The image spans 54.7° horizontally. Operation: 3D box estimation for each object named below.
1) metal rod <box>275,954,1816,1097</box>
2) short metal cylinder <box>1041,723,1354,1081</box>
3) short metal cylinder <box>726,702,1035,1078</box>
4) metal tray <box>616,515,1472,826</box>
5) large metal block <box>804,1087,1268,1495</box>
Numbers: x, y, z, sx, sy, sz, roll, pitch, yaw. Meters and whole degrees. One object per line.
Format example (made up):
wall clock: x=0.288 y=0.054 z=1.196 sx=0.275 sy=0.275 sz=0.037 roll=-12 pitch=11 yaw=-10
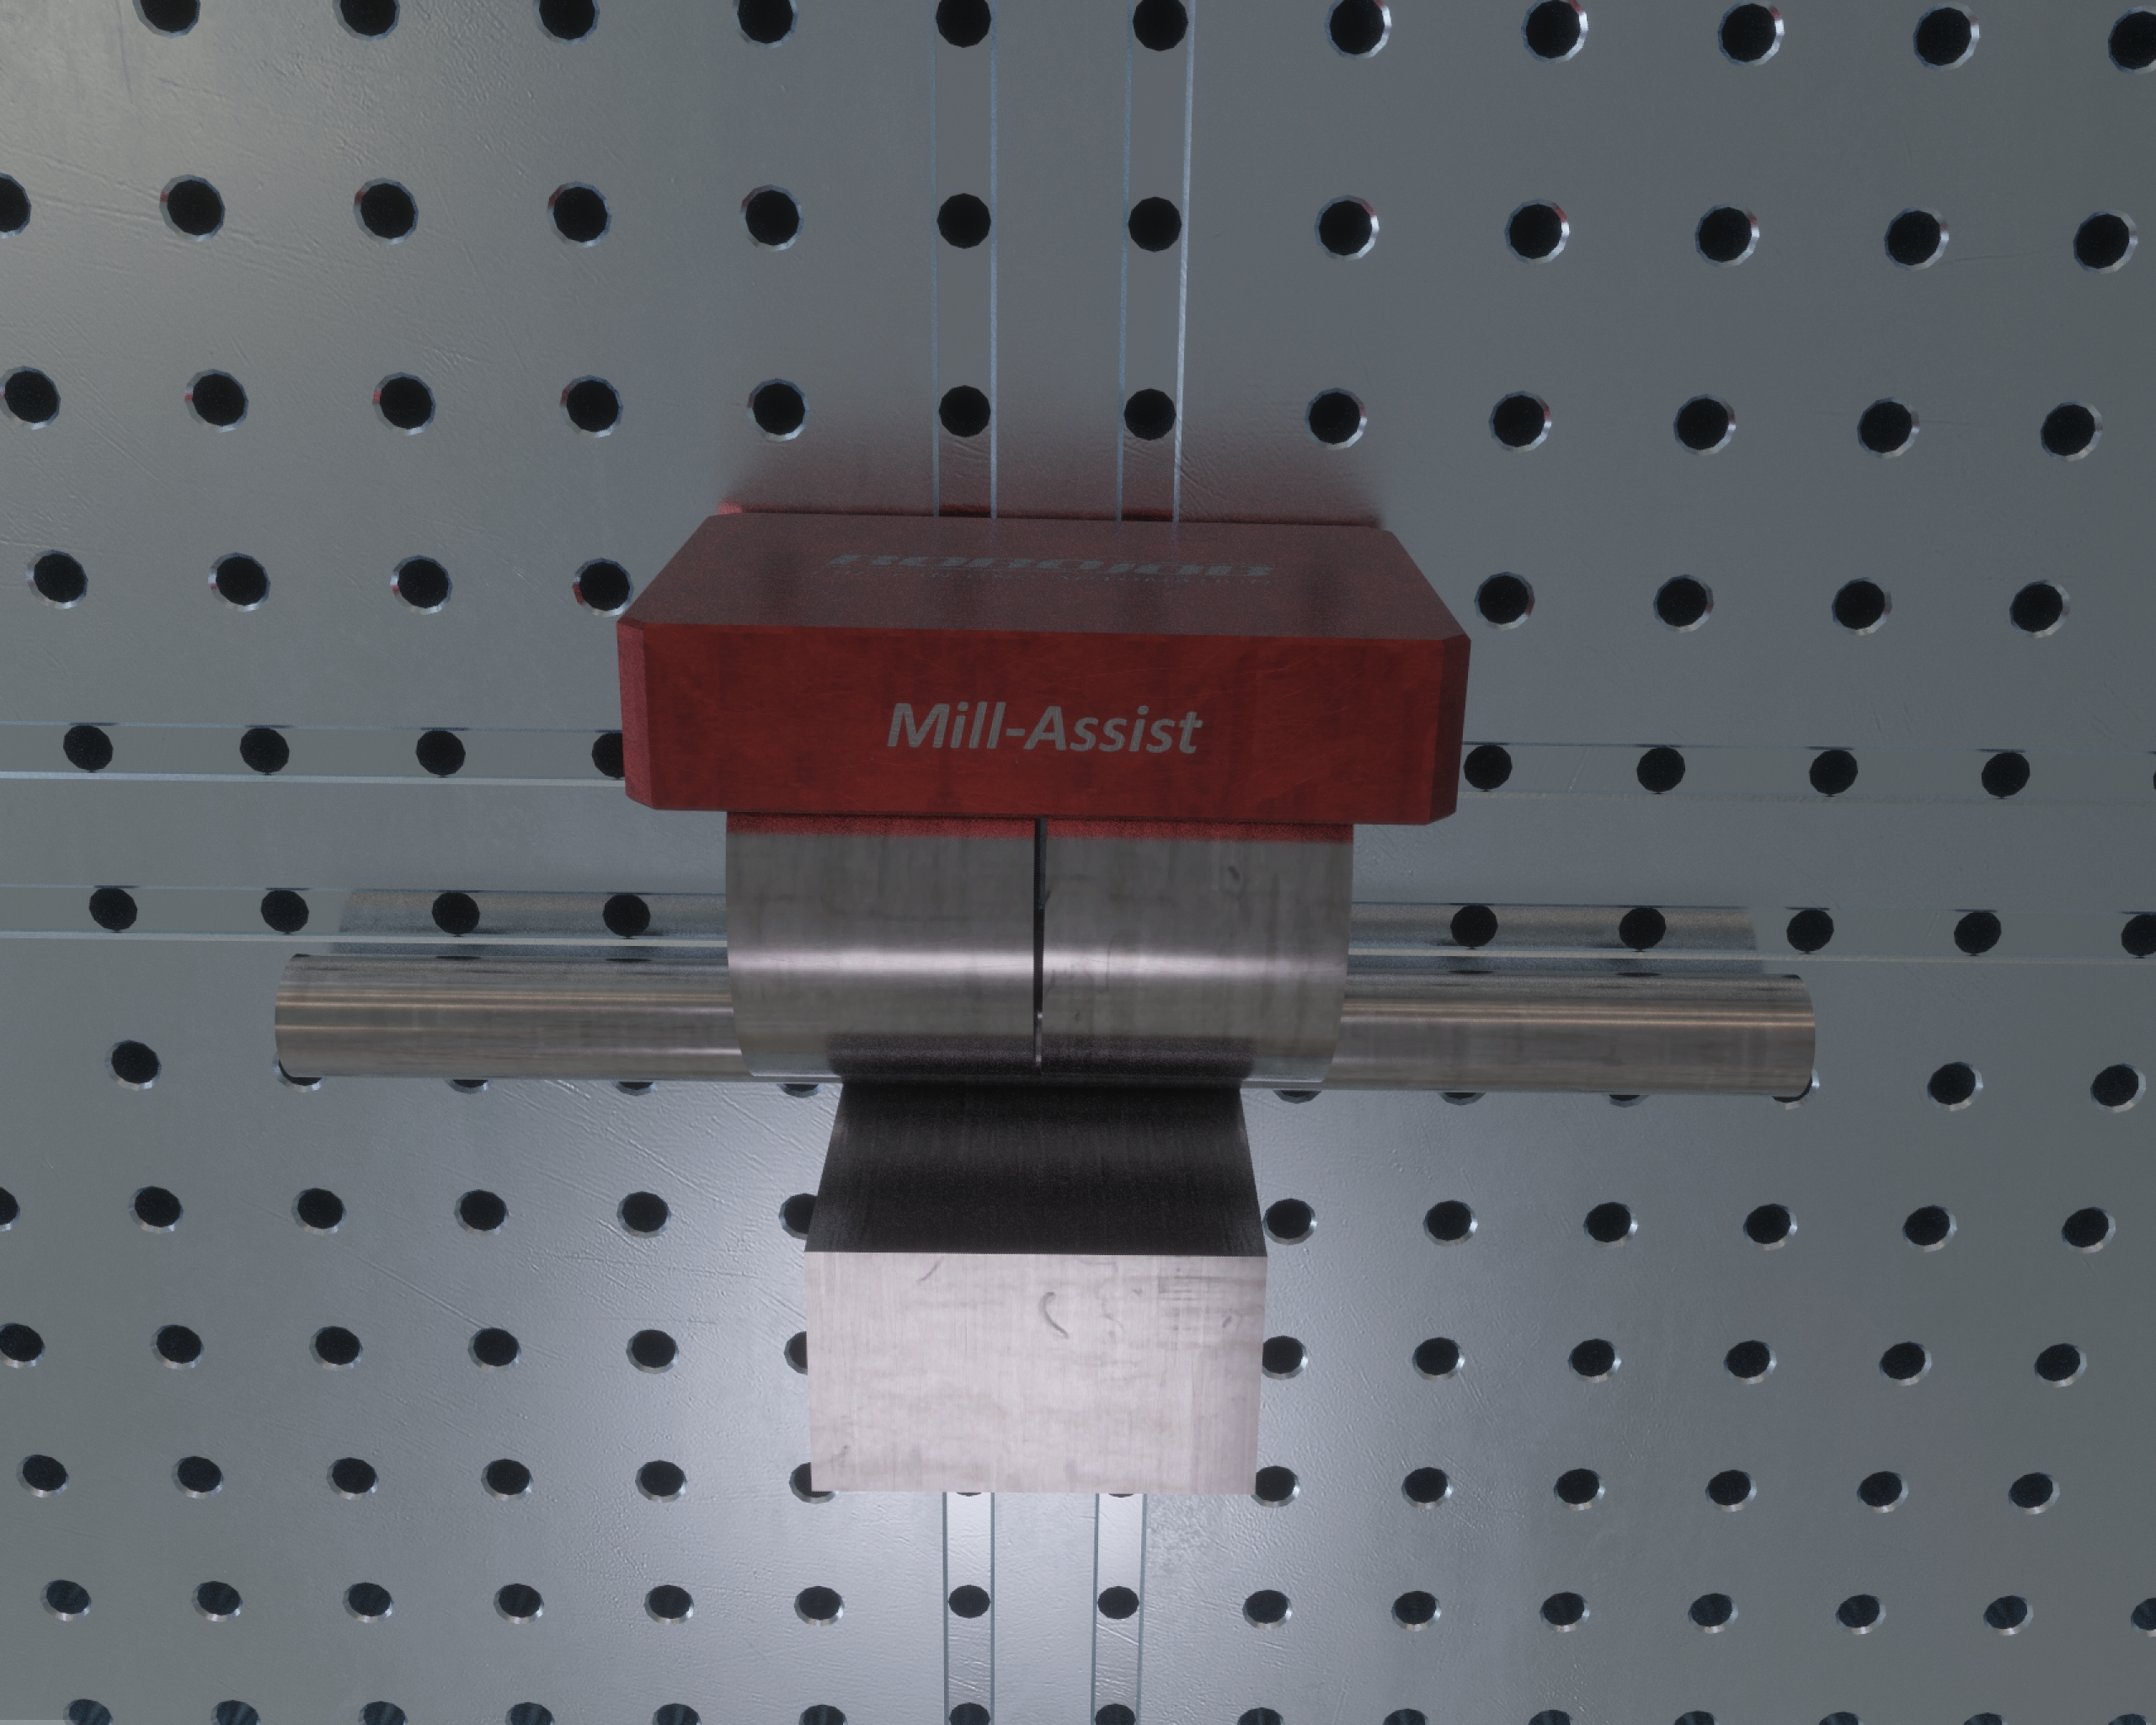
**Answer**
metal rod: x=-0.006 y=0.033 z=0.421 sx=0.302 sy=0.025 sz=0.025 roll=1 pitch=110 yaw=-1
short metal cylinder: x=0.020 y=0.000 z=0.381 sx=0.050 sy=0.080 sz=0.079 roll=2 pitch=110 yaw=-1
short metal cylinder: x=-0.033 y=-0.001 z=0.381 sx=0.050 sy=0.080 sz=0.079 roll=1 pitch=110 yaw=0
metal tray: x=-0.005 y=-0.036 z=0.361 sx=0.131 sy=0.090 sz=0.030 roll=1 pitch=110 yaw=-1
large metal block: x=-0.008 y=0.077 z=0.408 sx=0.081 sy=0.080 sz=0.050 roll=1 pitch=110 yaw=-1
